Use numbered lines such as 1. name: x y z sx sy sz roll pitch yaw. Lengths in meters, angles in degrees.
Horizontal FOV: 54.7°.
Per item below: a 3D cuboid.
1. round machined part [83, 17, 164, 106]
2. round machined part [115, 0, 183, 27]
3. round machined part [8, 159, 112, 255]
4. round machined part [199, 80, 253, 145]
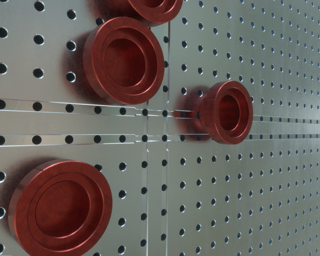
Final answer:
1. round machined part: -0.045 -0.075 0.362 0.099 0.042 0.097 0 90 -40
2. round machined part: -0.020 -0.174 0.383 0.099 0.042 0.097 0 90 -40
3. round machined part: -0.102 0.080 0.314 0.099 0.042 0.097 0 90 -40
4. round machined part: 0.100 -0.023 0.484 0.099 0.042 0.097 0 90 -40
